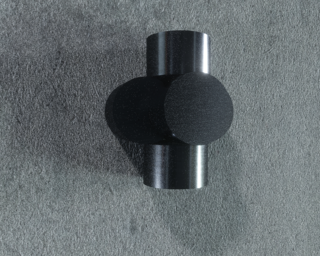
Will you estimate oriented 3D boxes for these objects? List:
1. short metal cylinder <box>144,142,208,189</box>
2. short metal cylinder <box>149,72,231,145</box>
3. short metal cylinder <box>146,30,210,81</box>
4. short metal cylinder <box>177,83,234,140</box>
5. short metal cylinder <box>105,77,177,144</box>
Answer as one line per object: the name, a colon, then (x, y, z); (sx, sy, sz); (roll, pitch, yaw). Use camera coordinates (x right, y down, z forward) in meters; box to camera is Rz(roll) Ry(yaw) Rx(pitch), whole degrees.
short metal cylinder: (0.020, 0.044, 0.390); (0.081, 0.080, 0.050); (0, 90, -20)
short metal cylinder: (0.033, -0.021, 0.356); (0.081, 0.050, 0.079); (0, 90, -21)
short metal cylinder: (0.023, -0.086, 0.391); (0.081, 0.080, 0.050); (0, 90, -20)
short metal cylinder: (0.050, -0.022, 0.417); (0.081, 0.050, 0.079); (0, 90, -21)
short metal cylinder: (-0.025, -0.021, 0.388); (0.081, 0.050, 0.079); (0, 90, -21)
